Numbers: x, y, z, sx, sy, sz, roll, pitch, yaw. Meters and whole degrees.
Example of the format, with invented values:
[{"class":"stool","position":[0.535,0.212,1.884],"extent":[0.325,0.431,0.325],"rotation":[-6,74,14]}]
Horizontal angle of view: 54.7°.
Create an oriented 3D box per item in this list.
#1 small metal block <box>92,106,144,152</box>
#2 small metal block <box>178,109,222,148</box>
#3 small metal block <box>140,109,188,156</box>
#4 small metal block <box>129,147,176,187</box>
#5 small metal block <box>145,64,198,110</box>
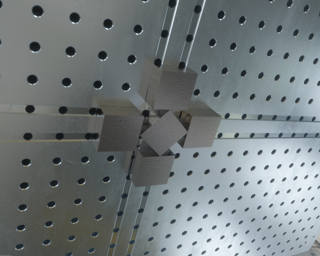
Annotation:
[{"class":"small metal block","position":[-0.052,0.001,0.384],"extent":[0.050,0.025,0.050],"rotation":[1,118,-30]},{"class":"small metal block","position":[0.054,0.001,0.443],"extent":[0.050,0.025,0.050],"rotation":[0,119,-29]},{"class":"small metal block","position":[0.001,0.002,0.414],"extent":[0.050,0.025,0.050],"rotation":[-41,130,-1]},{"class":"small metal block","position":[-0.011,0.054,0.440],"extent":[0.050,0.025,0.050],"rotation":[0,118,-29]},{"class":"small metal block","position":[0.014,-0.051,0.389],"extent":[0.050,0.025,0.050],"rotation":[-1,119,-29]}]
